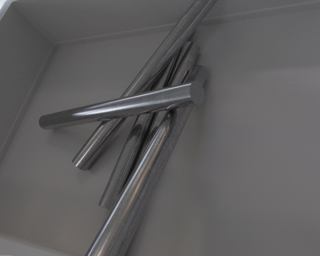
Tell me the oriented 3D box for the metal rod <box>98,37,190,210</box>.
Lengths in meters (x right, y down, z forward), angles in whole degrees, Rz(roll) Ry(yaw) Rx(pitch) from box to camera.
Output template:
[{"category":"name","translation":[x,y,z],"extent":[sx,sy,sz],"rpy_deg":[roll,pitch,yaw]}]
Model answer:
[{"category":"metal rod","translation":[-0.012,-0.031,0.431],"extent":[0.025,0.025,0.300],"rpy_deg":[9,66,32]}]

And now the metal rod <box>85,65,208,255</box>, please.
[{"category":"metal rod","translation":[0.004,0.014,0.316],"extent":[0.025,0.025,0.301],"rpy_deg":[-3,35,27]}]

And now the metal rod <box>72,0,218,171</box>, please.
[{"category":"metal rod","translation":[-0.021,-0.065,0.425],"extent":[0.299,0.025,0.025],"rpy_deg":[-52,51,3]}]

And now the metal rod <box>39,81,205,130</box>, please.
[{"category":"metal rod","translation":[-0.074,-0.022,0.407],"extent":[0.300,0.025,0.025],"rpy_deg":[-7,58,41]}]

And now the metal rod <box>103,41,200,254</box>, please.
[{"category":"metal rod","translation":[-0.004,0.012,0.400],"extent":[0.025,0.025,0.300],"rpy_deg":[8,65,31]}]
